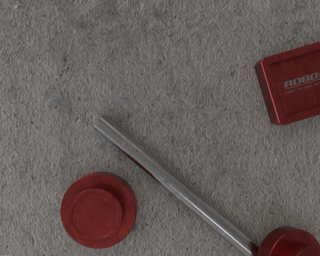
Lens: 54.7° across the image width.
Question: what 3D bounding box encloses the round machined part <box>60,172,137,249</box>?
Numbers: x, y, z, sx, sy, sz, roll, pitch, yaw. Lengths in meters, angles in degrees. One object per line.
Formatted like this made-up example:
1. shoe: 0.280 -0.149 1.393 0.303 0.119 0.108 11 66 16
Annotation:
1. round machined part: -0.080 0.108 0.401 0.099 0.042 0.097 0 90 0

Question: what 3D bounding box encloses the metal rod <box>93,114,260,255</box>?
1. metal rod: 0.034 0.088 0.410 0.300 0.025 0.025 40 90 0

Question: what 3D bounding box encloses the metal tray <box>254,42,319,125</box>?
1. metal tray: 0.203 -0.063 0.409 0.131 0.030 0.090 -16 90 0

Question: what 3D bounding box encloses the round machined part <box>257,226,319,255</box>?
1. round machined part: 0.171 0.177 0.386 0.099 0.042 0.097 2 86 -23
